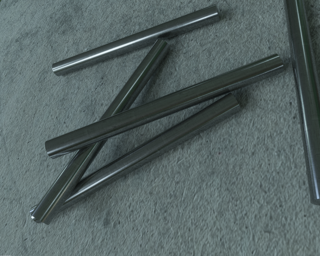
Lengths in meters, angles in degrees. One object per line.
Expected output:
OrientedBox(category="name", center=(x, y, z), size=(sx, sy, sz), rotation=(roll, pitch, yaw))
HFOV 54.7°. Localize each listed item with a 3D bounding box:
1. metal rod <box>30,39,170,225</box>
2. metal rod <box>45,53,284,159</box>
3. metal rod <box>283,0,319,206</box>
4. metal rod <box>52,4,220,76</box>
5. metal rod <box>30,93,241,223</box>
OrientedBox(category="metal rod", center=(-0.069, -0.009, 0.424), size=(0.025, 0.025, 0.300), rotation=(17, 64, 34))
OrientedBox(category="metal rod", center=(0.003, -0.026, 0.382), size=(0.301, 0.025, 0.025), rotation=(-21, 53, 2))
OrientedBox(category="metal rod", center=(0.166, -0.063, 0.354), size=(0.025, 0.025, 0.299), rotation=(-7, 58, 24))
OrientedBox(category="metal rod", center=(-0.051, -0.140, 0.514), size=(0.301, 0.025, 0.025), rotation=(-14, 56, 20))
OrientedBox(category="metal rod", center=(-0.037, 0.042, 0.395), size=(0.301, 0.025, 0.025), rotation=(-30, 52, 8))
